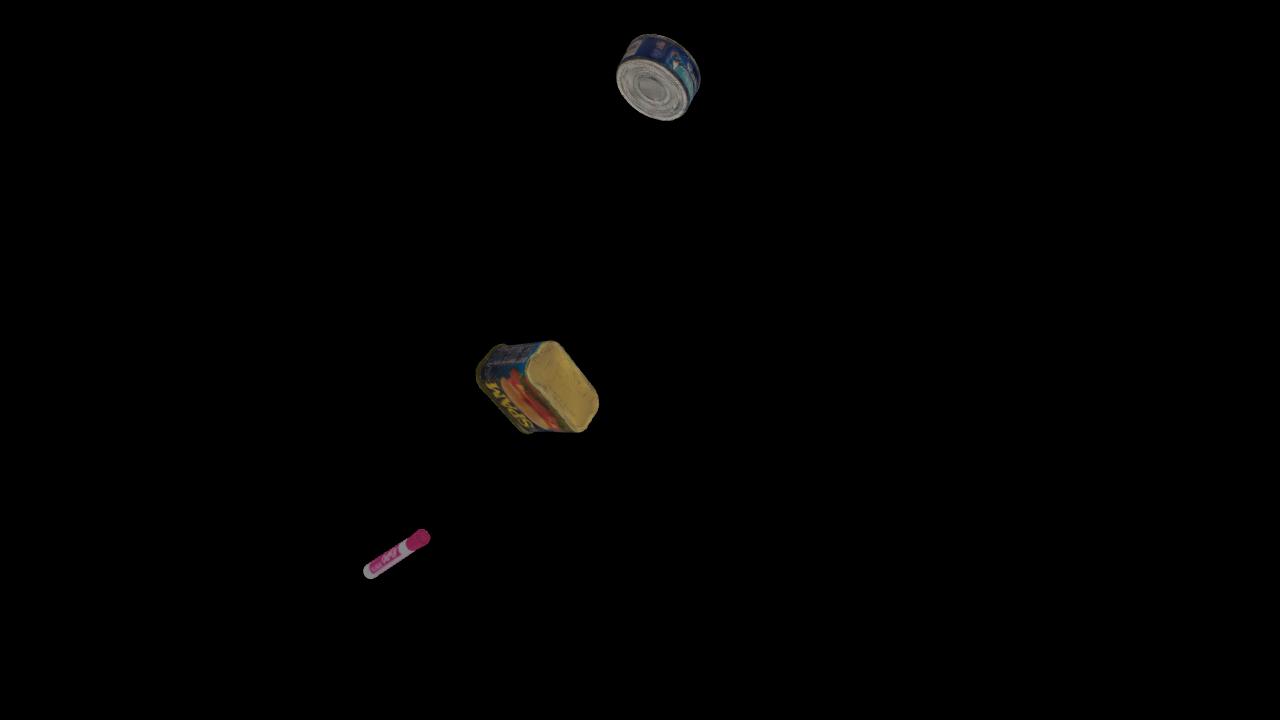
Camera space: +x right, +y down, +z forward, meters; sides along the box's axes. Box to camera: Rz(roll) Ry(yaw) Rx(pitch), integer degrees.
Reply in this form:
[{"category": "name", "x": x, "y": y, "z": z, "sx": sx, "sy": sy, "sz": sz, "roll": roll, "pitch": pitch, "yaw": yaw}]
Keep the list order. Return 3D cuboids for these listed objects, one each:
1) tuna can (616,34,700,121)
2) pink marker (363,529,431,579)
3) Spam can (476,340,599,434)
[{"category": "tuna can", "x": 0.018, "y": -0.289, "z": 0.636, "sx": 0.084, "sy": 0.034, "sz": 0.084, "roll": 23, "pitch": -17, "yaw": 7}, {"category": "pink marker", "x": -0.277, "y": 0.221, "z": 0.701, "sx": 0.121, "sy": 0.020, "sz": 0.020, "roll": -35, "pitch": -19, "yaw": 29}, {"category": "Spam can", "x": -0.102, "y": 0.029, "z": 0.624, "sx": 0.085, "sy": 0.058, "sz": 0.101, "roll": -5, "pitch": -48, "yaw": 42}]
